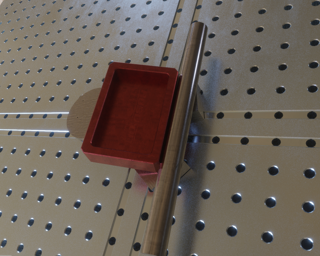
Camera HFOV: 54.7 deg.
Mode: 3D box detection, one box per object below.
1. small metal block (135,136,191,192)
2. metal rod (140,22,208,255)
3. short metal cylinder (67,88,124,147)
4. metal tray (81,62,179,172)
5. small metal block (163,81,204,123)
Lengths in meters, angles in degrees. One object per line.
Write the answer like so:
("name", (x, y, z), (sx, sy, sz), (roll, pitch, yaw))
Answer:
("small metal block", (0.000, 0.046, 0.378), (0.050, 0.025, 0.050), (-43, 51, -2))
("metal rod", (0.024, -0.007, 0.366), (0.025, 0.025, 0.300), (-1, 61, 27))
("short metal cylinder", (-0.083, -0.010, 0.439), (0.080, 0.050, 0.080), (-13, 56, 20))
("metal tray", (-0.032, -0.017, 0.380), (0.090, 0.030, 0.130), (8, 64, 10))
("small metal block", (0.029, -0.031, 0.411), (0.050, 0.025, 0.050), (-14, 56, 20))
